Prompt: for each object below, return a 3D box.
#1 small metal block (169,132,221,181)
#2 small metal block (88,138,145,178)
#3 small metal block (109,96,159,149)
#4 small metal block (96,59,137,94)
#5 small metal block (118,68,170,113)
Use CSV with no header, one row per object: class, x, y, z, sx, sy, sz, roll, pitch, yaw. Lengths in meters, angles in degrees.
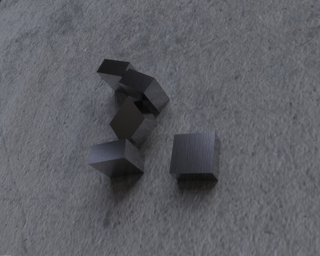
small metal block,0.042,0.034,0.361,0.050,0.025,0.050,-5,59,25
small metal block,-0.053,0.040,0.390,0.050,0.050,0.025,-12,57,21
small metal block,-0.036,-0.006,0.414,0.050,0.025,0.050,-53,49,19
small metal block,-0.057,-0.075,0.462,0.050,0.050,0.025,15,70,34
small metal block,-0.021,-0.052,0.429,0.050,0.050,0.025,27,76,37
